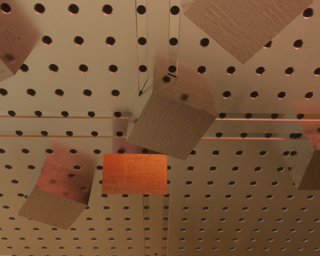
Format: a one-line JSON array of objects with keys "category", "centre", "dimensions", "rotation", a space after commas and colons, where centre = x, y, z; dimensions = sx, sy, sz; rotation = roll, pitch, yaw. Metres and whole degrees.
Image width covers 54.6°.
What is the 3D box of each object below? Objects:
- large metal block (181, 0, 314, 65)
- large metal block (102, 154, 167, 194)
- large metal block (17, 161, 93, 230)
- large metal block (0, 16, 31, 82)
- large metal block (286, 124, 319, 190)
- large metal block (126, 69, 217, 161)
[{"category": "large metal block", "centre": [0.077, -0.122, 0.292], "dimensions": [0.080, 0.050, 0.080], "rotation": [32, 123, -24]}, {"category": "large metal block", "centre": [-0.032, 0.066, 0.425], "dimensions": [0.080, 0.050, 0.080], "rotation": [1, 168, -1]}, {"category": "large metal block", "centre": [-0.163, 0.108, 0.485], "dimensions": [0.080, 0.050, 0.080], "rotation": [26, 125, -21]}, {"category": "large metal block", "centre": [-0.201, -0.085, 0.321], "dimensions": [0.080, 0.050, 0.080], "rotation": [-19, 128, 15]}, {"category": "large metal block", "centre": [0.234, 0.041, 0.432], "dimensions": [0.080, 0.050, 0.080], "rotation": [-1, 130, 0]}, {"category": "large metal block", "centre": [0.012, -0.014, 0.383], "dimensions": [0.080, 0.050, 0.080], "rotation": [19, 127, -16]}]
